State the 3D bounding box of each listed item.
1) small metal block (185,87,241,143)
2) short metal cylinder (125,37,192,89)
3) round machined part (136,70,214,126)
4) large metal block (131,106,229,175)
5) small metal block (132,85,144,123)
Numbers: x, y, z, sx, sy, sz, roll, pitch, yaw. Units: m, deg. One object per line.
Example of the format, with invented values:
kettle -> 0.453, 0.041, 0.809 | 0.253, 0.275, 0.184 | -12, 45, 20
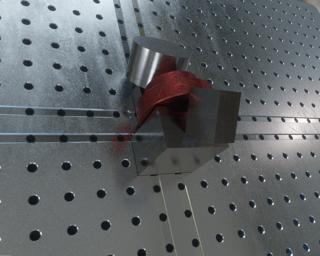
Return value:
small metal block -> 0.052, -0.014, 0.314 | 0.025, 0.050, 0.050 | 2, 99, -29
short metal cylinder -> -0.003, -0.088, 0.424 | 0.081, 0.050, 0.080 | 14, 27, -7
round machined part -> 0.019, -0.034, 0.380 | 0.099, 0.097, 0.042 | 1, 62, -28
large metal block -> 0.021, 0.017, 0.374 | 0.081, 0.080, 0.050 | 1, 62, -28
small metal block -> -0.006, -0.034, 0.426 | 0.050, 0.025, 0.050 | 1, 61, -28
